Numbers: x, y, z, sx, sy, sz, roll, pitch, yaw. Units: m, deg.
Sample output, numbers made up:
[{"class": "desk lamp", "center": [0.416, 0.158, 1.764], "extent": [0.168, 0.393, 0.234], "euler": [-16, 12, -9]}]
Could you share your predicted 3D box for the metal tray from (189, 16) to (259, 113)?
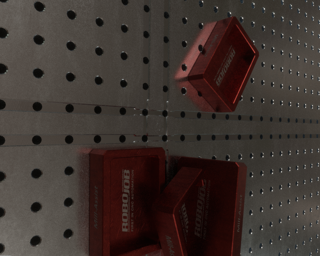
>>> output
[{"class": "metal tray", "center": [0.107, -0.101, 0.497], "extent": [0.090, 0.030, 0.130], "euler": [43, 64, -32]}]

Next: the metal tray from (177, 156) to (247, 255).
[{"class": "metal tray", "center": [0.065, 0.107, 0.420], "extent": [0.030, 0.090, 0.129], "euler": [12, 82, -55]}]

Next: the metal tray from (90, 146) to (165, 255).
[{"class": "metal tray", "center": [-0.037, 0.089, 0.376], "extent": [0.091, 0.030, 0.129], "euler": [0, 90, -40]}]

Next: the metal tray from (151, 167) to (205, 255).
[{"class": "metal tray", "center": [0.036, 0.128, 0.409], "extent": [0.090, 0.030, 0.129], "euler": [-43, 127, -49]}]
